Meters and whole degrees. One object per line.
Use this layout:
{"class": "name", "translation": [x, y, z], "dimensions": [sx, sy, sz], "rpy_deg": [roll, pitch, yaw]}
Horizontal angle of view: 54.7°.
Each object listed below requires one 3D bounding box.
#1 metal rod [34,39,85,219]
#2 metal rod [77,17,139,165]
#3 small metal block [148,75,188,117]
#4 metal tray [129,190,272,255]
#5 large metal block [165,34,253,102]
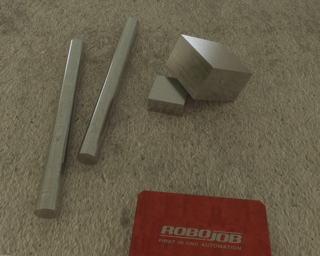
{"class": "metal rod", "translation": [-0.128, -0.024, 0.421], "dimensions": [0.025, 0.025, 0.300], "rpy_deg": [-3, 50, -3]}
{"class": "metal rod", "translation": [-0.069, -0.076, 0.466], "dimensions": [0.025, 0.025, 0.300], "rpy_deg": [6, 50, 4]}
{"class": "small metal block", "translation": [0.014, -0.046, 0.442], "dimensions": [0.050, 0.025, 0.050], "rpy_deg": [11, 51, 9]}
{"class": "metal tray", "translation": [0.039, 0.114, 0.305], "dimensions": [0.131, 0.030, 0.090], "rpy_deg": [5, 50, 3]}
{"class": "large metal block", "translation": [0.068, -0.083, 0.438], "dimensions": [0.081, 0.050, 0.080], "rpy_deg": [-1, 44, -38]}
